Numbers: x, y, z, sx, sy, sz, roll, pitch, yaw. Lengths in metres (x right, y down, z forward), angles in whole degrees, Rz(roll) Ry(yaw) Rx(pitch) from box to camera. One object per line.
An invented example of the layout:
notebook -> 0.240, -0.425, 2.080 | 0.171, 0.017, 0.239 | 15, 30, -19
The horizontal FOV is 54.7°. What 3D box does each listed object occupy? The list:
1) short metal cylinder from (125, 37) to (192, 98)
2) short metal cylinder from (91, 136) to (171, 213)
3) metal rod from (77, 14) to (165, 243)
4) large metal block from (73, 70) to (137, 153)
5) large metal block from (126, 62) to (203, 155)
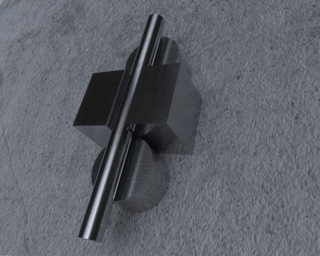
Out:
short metal cylinder -> -0.001, -0.082, 0.440 | 0.080, 0.050, 0.080 | -13, 56, 20
short metal cylinder -> -0.034, 0.056, 0.373 | 0.080, 0.050, 0.080 | -13, 56, 20
metal rod -> -0.037, -0.020, 0.372 | 0.025, 0.025, 0.300 | 0, 61, 28
large metal block -> -0.058, -0.019, 0.412 | 0.050, 0.080, 0.080 | -1, 61, 28
large metal block -> 0.010, -0.021, 0.377 | 0.050, 0.080, 0.080 | -1, 61, 28
